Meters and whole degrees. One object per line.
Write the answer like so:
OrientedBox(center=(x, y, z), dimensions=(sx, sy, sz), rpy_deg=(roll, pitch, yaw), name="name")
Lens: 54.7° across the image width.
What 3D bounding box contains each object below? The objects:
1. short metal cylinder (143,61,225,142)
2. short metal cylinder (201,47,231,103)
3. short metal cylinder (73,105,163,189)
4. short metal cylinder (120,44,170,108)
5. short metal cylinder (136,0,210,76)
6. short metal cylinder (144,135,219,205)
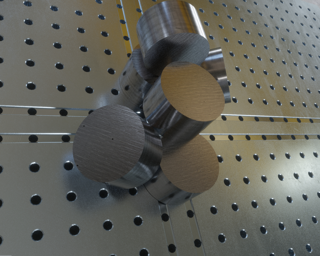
OrientedBox(center=(0.027, -0.030, 0.360), dimensions=(0.081, 0.050, 0.080), rpy_deg=(14, 56, -21), name="short metal cylinder")
OrientedBox(center=(0.069, -0.071, 0.444), dimensions=(0.050, 0.080, 0.080), rpy_deg=(-11, 60, 12), name="short metal cylinder")
OrientedBox(center=(-0.044, 0.021, 0.329), dimensions=(0.050, 0.080, 0.080), rpy_deg=(42, 29, -63), name="short metal cylinder")
OrientedBox(center=(-0.010, -0.073, 0.431), dimensions=(0.081, 0.050, 0.080), rpy_deg=(13, 57, -21), name="short metal cylinder")
OrientedBox(center=(0.015, -0.107, 0.380), dimensions=(0.081, 0.080, 0.050), rpy_deg=(0, 62, -28), name="short metal cylinder")
OrientedBox(center=(0.023, 0.047, 0.375), dimensions=(0.081, 0.050, 0.080), rpy_deg=(14, 57, -21), name="short metal cylinder")
